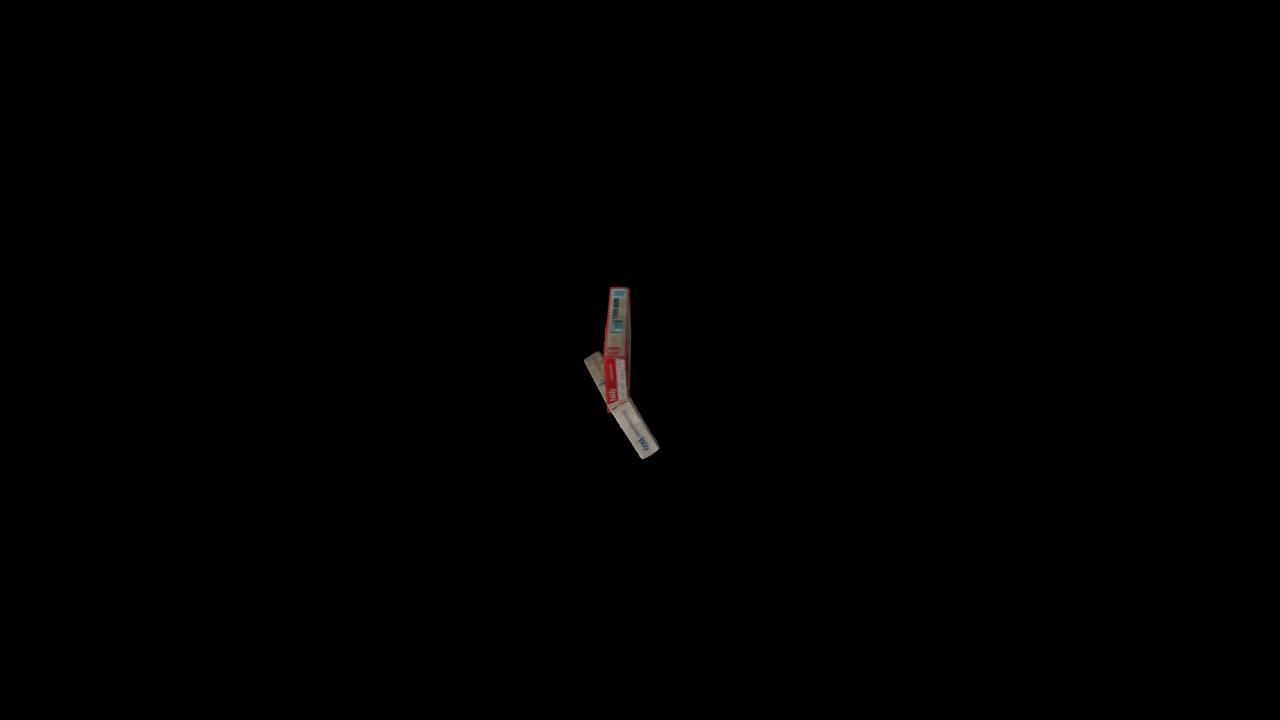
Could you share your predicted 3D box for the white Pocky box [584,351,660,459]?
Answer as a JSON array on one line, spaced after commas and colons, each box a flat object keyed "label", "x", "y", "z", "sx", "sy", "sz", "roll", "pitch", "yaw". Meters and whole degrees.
[{"label": "white Pocky box", "x": -0.025, "y": 0.052, "z": 0.770, "sx": 0.028, "sy": 0.084, "sz": 0.154, "roll": -32, "pitch": 28, "yaw": -2}]

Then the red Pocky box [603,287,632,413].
[{"label": "red Pocky box", "x": -0.026, "y": -0.015, "z": 0.743, "sx": 0.028, "sy": 0.083, "sz": 0.155, "roll": -1, "pitch": 37, "yaw": 2}]
